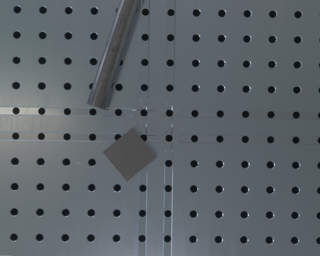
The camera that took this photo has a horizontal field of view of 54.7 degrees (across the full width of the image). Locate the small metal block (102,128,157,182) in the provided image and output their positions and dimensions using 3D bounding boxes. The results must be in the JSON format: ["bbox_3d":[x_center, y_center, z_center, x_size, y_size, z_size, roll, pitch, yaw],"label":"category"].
[{"bbox_3d":[-0.039,0.034,0.413,0.050,0.025,0.050,-39,90,0],"label":"small metal block"}]

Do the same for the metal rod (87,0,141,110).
[{"bbox_3d":[-0.039,-0.170,0.412,0.025,0.025,0.298,18,90,0],"label":"metal rod"}]
